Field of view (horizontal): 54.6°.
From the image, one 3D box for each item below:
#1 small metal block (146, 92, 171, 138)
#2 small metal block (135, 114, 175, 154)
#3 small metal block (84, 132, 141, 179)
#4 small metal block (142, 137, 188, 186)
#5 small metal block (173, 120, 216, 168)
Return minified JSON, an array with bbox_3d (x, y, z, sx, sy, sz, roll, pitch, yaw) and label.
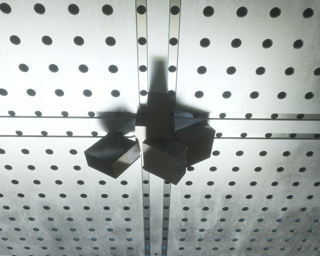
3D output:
[{"bbox_3d":[-0.003,-0.016,0.368,0.025,0.050,0.050,3,94,-1],"label":"small metal block"},{"bbox_3d":[-0.007,0.009,0.420,0.050,0.025,0.050,2,130,-2],"label":"small metal block"},{"bbox_3d":[-0.062,0.035,0.411,0.050,0.050,0.025,18,131,31],"label":"small metal block"},{"bbox_3d":[0.006,0.039,0.396,0.050,0.025,0.050,22,135,25],"label":"small metal block"},{"bbox_3d":[0.044,0.023,0.417,0.050,0.025,0.050,-19,135,-25],"label":"small metal block"}]
